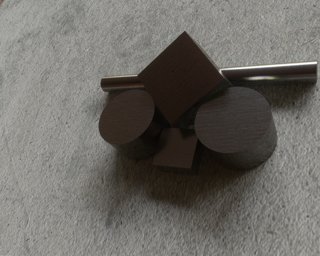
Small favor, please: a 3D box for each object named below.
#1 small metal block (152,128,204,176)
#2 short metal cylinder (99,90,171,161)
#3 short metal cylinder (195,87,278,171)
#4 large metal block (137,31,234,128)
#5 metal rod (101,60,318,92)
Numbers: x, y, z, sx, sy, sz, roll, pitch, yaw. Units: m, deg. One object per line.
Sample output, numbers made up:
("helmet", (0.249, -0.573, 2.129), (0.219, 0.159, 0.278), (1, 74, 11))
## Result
("small metal block", (0.024, 0.028, 0.376), (0.050, 0.025, 0.050), (2, 63, 29))
("short metal cylinder", (-0.033, -0.004, 0.408), (0.080, 0.050, 0.080), (-13, 56, 21))
("short metal cylinder", (0.085, 0.001, 0.344), (0.080, 0.050, 0.080), (-13, 56, 21))
("large metal block", (0.032, -0.057, 0.384), (0.080, 0.050, 0.080), (-41, 66, 17))
("metal rod", (0.046, -0.067, 0.422), (0.300, 0.025, 0.025), (1, 62, 28))
